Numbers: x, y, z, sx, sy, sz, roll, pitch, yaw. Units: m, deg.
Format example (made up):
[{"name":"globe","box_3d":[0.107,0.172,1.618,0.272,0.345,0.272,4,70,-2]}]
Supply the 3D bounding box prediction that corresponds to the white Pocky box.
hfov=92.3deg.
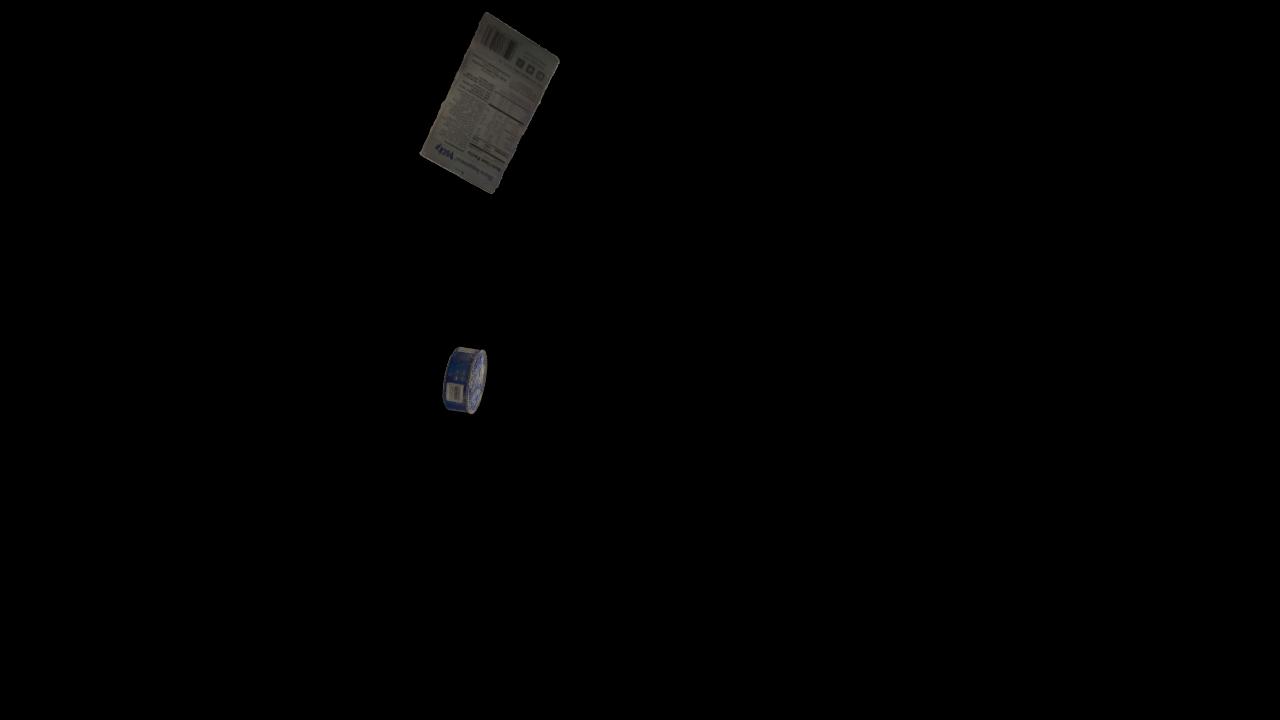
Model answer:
[{"name":"white Pocky box","box_3d":[-0.154,-0.259,0.631,0.084,0.154,0.028,26,16,-20]}]

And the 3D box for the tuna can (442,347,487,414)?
[{"name":"tuna can","box_3d":[-0.224,0.026,0.789,0.034,0.084,0.084,9,0,-1]}]
